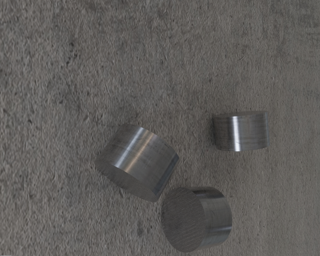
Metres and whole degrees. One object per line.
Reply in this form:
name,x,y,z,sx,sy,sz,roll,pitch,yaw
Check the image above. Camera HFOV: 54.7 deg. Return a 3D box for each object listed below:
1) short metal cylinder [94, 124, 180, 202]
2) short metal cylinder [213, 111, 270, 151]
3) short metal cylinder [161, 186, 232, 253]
short metal cylinder,-0.025,0.040,0.348,0.080,0.080,0.050,47,62,-30
short metal cylinder,0.124,0.003,0.473,0.081,0.080,0.050,-11,97,-40
short metal cylinder,0.047,0.118,0.408,0.050,0.080,0.080,8,85,-40
